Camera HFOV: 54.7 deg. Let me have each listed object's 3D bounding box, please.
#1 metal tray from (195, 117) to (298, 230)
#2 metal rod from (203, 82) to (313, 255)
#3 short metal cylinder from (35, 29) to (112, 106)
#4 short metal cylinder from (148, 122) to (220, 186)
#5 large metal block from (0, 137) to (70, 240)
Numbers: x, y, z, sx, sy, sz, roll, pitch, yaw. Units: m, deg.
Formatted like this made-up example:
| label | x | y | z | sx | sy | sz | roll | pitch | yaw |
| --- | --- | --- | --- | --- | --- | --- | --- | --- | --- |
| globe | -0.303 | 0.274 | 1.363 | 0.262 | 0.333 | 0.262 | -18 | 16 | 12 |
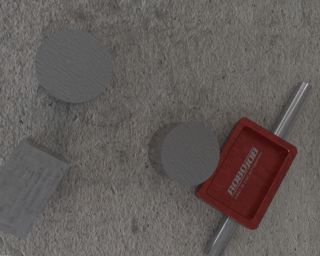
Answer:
| label | x | y | z | sx | sy | sz | roll | pitch | yaw |
| --- | --- | --- | --- | --- | --- | --- | --- | --- | --- |
| metal tray | 0.120 | 0.062 | 0.433 | 0.090 | 0.030 | 0.130 | 32 | 79 | 5 |
| metal rod | 0.152 | 0.058 | 0.464 | 0.025 | 0.025 | 0.300 | 36 | 78 | -17 |
| short metal cylinder | -0.101 | -0.067 | 0.358 | 0.081 | 0.050 | 0.079 | 0 | 90 | -20 |
| short metal cylinder | 0.030 | 0.032 | 0.407 | 0.081 | 0.050 | 0.079 | 0 | 90 | -20 |
| large metal block | -0.142 | 0.058 | 0.327 | 0.050 | 0.080 | 0.080 | 32 | 80 | -17 |
